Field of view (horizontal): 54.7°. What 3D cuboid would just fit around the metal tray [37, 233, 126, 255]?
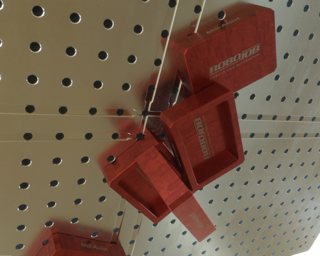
[{"bbox_3d":[-0.125,0.214,0.473,0.131,0.030,0.090,29,102,-38],"label":"metal tray"}]

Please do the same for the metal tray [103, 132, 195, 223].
[{"bbox_3d":[-0.009,0.076,0.451,0.090,0.030,0.130,-40,130,-2],"label":"metal tray"}]

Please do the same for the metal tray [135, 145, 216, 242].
[{"bbox_3d":[0.023,0.088,0.408,0.030,0.090,0.130,-37,139,-4],"label":"metal tray"}]

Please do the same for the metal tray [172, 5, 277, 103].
[{"bbox_3d":[0.089,-0.091,0.402,0.131,0.030,0.090,-28,128,-11],"label":"metal tray"}]

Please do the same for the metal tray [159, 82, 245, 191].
[{"bbox_3d":[0.061,0.016,0.413,0.090,0.030,0.129,-29,129,-10],"label":"metal tray"}]
